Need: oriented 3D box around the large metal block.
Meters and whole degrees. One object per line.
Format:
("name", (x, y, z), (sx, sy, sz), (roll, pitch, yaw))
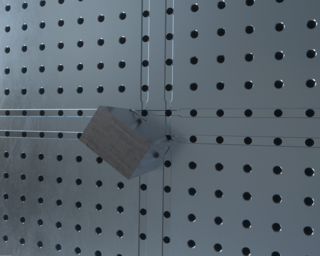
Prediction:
("large metal block", (-0.040, 0.016, 0.397), (0.080, 0.080, 0.050), (36, 102, 16))
